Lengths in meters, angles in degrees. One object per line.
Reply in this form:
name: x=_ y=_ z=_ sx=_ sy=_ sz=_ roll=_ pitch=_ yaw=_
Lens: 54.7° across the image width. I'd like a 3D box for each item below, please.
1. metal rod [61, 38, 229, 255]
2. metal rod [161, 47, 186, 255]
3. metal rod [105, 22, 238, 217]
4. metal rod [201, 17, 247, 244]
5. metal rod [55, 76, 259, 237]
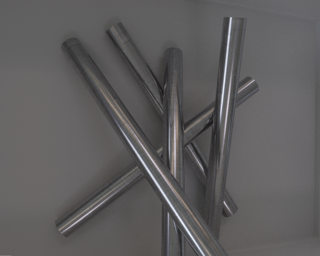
metal rod: x=-0.024 y=0.018 z=0.331 sx=0.025 sy=0.025 sz=0.299 roll=-30 pitch=73 yaw=-18
metal rod: x=0.015 y=0.036 z=0.356 sx=0.025 sy=0.025 sz=0.299 roll=10 pitch=64 yaw=-20
metal rod: x=0.021 y=-0.003 z=0.418 sx=0.025 sy=0.025 sz=0.299 roll=-36 pitch=102 yaw=-16
metal rod: x=0.076 y=0.019 z=0.389 sx=0.025 sy=0.025 sz=0.298 roll=-5 pitch=111 yaw=-20
metal rod: x=0.003 y=0.031 z=0.389 sx=0.301 sy=0.025 sz=0.025 roll=-37 pitch=102 yaw=-8
